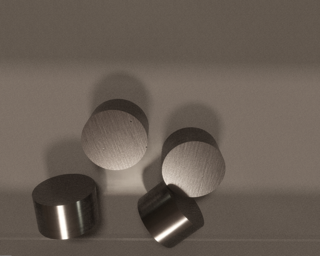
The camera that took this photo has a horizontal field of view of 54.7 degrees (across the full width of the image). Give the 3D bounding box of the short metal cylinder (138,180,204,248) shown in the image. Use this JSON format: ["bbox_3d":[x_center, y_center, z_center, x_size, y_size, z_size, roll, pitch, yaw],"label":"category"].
[{"bbox_3d":[0.015,0.114,0.424,0.050,0.080,0.080,-40,106,13],"label":"short metal cylinder"}]

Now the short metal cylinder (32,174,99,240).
[{"bbox_3d":[-0.126,0.103,0.418,0.081,0.080,0.050,-1,110,0],"label":"short metal cylinder"}]

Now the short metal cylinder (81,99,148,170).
[{"bbox_3d":[-0.055,0.007,0.400,0.081,0.050,0.079,0,110,-1],"label":"short metal cylinder"}]

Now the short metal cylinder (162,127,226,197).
[{"bbox_3d":[0.043,0.045,0.415,0.081,0.050,0.079,0,110,-1],"label":"short metal cylinder"}]
